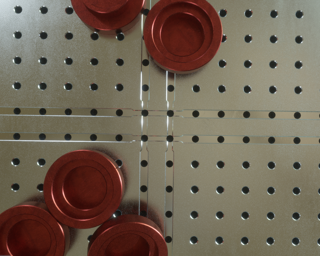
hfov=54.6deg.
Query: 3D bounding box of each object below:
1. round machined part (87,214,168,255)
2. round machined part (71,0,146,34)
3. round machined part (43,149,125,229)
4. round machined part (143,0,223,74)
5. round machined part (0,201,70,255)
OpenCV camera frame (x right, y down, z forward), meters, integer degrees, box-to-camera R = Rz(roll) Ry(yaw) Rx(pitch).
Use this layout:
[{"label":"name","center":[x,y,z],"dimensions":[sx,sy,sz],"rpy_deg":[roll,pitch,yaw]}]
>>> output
[{"label":"round machined part","center":[-0.042,0.155,0.396],"dimensions":[0.099,0.042,0.097],"rpy_deg":[-3,103,-12]},{"label":"round machined part","center":[-0.069,-0.177,0.404],"dimensions":[0.099,0.042,0.097],"rpy_deg":[0,90,0]},{"label":"round machined part","center":[-0.095,0.076,0.403],"dimensions":[0.099,0.042,0.097],"rpy_deg":[0,88,1]},{"label":"round machined part","center":[0.029,-0.119,0.405],"dimensions":[0.099,0.042,0.097],"rpy_deg":[0,90,0]},{"label":"round machined part","center":[-0.166,0.144,0.404],"dimensions":[0.099,0.042,0.097],"rpy_deg":[0,90,0]}]
